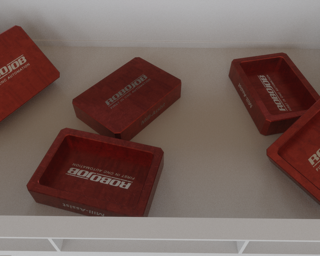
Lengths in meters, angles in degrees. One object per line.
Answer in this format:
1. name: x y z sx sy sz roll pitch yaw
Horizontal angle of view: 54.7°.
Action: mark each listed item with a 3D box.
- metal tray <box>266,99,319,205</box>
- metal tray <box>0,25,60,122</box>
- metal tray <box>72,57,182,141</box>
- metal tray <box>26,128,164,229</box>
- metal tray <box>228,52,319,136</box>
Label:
1. metal tray: 0.199 0.015 0.347 0.130 0.030 0.090 -45 56 4
2. metal tray: -0.216 -0.068 0.421 0.030 0.090 0.131 -13 30 51
3. metal tray: -0.043 -0.042 0.437 0.090 0.030 0.131 33 57 25
4. metal tray: -0.069 0.053 0.355 0.131 0.030 0.090 12 51 9
5. metal tray: 0.165 -0.054 0.447 0.091 0.030 0.130 -9 51 -8
